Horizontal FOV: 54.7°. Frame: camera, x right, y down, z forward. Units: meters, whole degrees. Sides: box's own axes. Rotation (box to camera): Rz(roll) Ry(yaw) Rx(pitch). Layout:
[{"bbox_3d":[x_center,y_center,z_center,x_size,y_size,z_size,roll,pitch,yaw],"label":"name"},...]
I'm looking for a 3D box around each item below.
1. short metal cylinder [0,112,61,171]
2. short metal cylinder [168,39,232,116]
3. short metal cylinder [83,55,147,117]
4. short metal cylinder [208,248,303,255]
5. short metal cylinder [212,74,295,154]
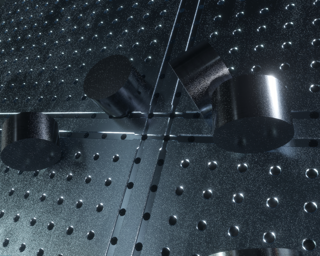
[{"bbox_3d":[-0.191,0.021,0.460,0.080,0.080,0.050,-28,52,11],"label":"short metal cylinder"},{"bbox_3d":[0.053,-0.061,0.382,0.050,0.080,0.080,-33,52,7],"label":"short metal cylinder"},{"bbox_3d":[-0.066,-0.063,0.466,0.080,0.050,0.080,-13,56,21],"label":"short metal cylinder"},{"bbox_3d":[0.079,0.131,0.251,0.080,0.080,0.050,-14,56,20],"label":"short metal cylinder"},{"bbox_3d":[0.096,-0.012,0.330,0.080,0.080,0.050,-10,58,23],"label":"short metal cylinder"}]
